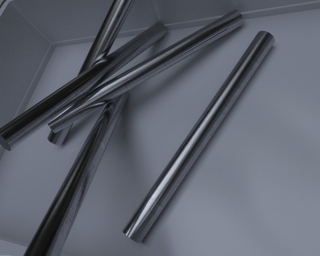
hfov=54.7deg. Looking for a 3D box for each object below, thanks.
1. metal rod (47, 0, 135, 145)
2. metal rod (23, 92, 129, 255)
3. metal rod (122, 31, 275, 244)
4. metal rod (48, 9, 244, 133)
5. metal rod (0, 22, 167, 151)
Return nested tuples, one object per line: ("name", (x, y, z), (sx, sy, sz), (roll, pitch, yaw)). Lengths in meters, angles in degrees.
("metal rod", (-0.088, -0.103, 0.437), (0.025, 0.025, 0.298), (45, 111, 39))
("metal rod", (-0.076, 0.028, 0.344), (0.025, 0.025, 0.301), (-18, 28, 18))
("metal rod", (0.053, 0.002, 0.375), (0.025, 0.025, 0.300), (27, 76, 37))
("metal rod", (-0.016, -0.081, 0.424), (0.301, 0.025, 0.025), (-31, 51, -8))
("metal rod", (-0.082, -0.073, 0.414), (0.025, 0.025, 0.301), (14, 44, 33))
